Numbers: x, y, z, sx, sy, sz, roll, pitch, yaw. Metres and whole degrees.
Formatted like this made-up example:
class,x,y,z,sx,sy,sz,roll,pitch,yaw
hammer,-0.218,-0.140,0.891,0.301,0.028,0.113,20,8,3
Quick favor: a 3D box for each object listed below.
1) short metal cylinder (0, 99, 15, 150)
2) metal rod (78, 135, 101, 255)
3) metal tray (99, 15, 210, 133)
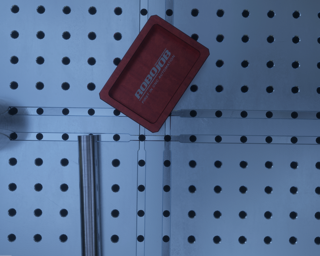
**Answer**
class,x,y,z,sx,sy,sz,roll,pitch,yaw
short metal cylinder,-0.238,-0.005,0.398,0.081,0.050,0.079,0,90,-1
metal rod,-0.092,0.159,0.412,0.025,0.025,0.298,-2,90,-1
metal tray,-0.007,-0.069,0.410,0.090,0.030,0.130,33,90,-1
